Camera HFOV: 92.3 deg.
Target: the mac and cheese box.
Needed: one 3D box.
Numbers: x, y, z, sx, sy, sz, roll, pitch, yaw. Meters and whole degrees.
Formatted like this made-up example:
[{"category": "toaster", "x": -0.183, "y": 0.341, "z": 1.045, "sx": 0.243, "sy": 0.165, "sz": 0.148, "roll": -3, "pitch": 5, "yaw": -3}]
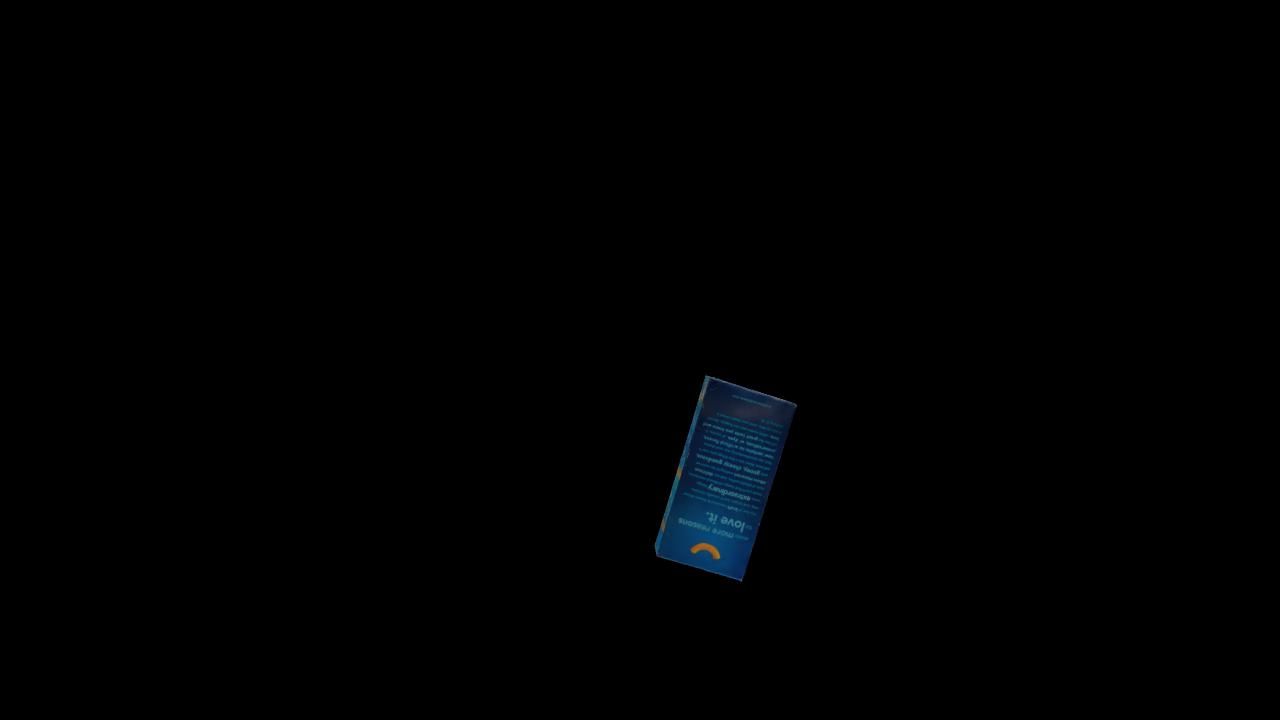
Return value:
[{"category": "mac and cheese box", "x": 0.084, "y": 0.117, "z": 0.617, "sx": 0.093, "sy": 0.184, "sz": 0.041, "roll": 17, "pitch": 2, "yaw": -3}]
